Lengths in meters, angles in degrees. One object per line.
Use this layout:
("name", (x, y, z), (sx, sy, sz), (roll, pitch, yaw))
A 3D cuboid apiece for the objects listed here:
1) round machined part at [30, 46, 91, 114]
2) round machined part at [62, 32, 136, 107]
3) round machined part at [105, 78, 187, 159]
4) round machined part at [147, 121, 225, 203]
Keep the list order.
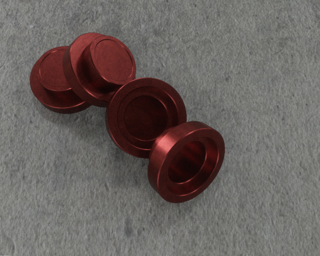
("round machined part", (-0.129, -0.072, 0.424), (0.099, 0.042, 0.098), (0, 70, -1))
("round machined part", (-0.070, -0.079, 0.399), (0.099, 0.042, 0.098), (18, 62, -38))
("round machined part", (-0.020, -0.012, 0.390), (0.099, 0.042, 0.097), (0, 91, -19))
("round machined part", (0.026, 0.036, 0.365), (0.098, 0.098, 0.042), (-40, 42, -13))
